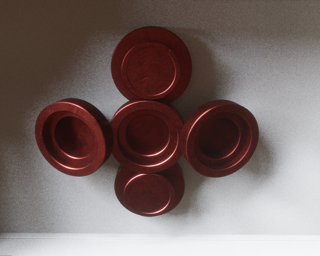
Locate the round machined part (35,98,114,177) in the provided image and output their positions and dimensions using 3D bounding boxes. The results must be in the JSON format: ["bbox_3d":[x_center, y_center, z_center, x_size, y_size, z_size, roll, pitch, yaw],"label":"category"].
[{"bbox_3d":[-0.104,0.009,0.394,0.098,0.042,0.097,6,111,16],"label":"round machined part"}]

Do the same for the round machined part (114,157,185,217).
[{"bbox_3d":[-0.015,0.083,0.431,0.099,0.042,0.097,0,110,0],"label":"round machined part"}]

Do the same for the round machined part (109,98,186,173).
[{"bbox_3d":[-0.016,0.006,0.402,0.099,0.042,0.097,0,110,0],"label":"round machined part"}]

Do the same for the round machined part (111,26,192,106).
[{"bbox_3d":[-0.010,-0.071,0.374,0.099,0.042,0.097,0,110,0],"label":"round machined part"}]

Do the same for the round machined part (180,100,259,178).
[{"bbox_3d":[0.072,0.011,0.396,0.099,0.042,0.097,-6,111,-16],"label":"round machined part"}]
